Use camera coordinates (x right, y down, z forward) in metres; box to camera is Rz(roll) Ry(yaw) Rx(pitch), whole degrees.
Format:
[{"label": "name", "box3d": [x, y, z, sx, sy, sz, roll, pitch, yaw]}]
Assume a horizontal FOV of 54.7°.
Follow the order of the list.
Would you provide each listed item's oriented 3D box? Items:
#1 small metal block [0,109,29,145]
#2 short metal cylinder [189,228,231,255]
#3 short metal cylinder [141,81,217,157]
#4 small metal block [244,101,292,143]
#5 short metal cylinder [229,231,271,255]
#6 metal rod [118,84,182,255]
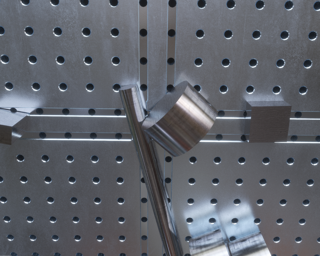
[{"label": "small metal block", "box3d": [-0.204, -0.003, 0.397, 0.050, 0.050, 0.025, 10, 110, -4]}, {"label": "short metal cylinder", "box3d": [0.081, 0.195, 0.457, 0.050, 0.080, 0.080, -23, 109, 8]}, {"label": "short metal cylinder", "box3d": [0.023, -0.011, 0.380, 0.050, 0.080, 0.080, 42, 105, -14]}, {"label": "small metal block", "box3d": [0.142, -0.009, 0.411, 0.050, 0.025, 0.050, -1, 110, 0]}, {"label": "short metal cylinder", "box3d": [0.142, 0.201, 0.459, 0.050, 0.080, 0.080, -24, 109, 8]}, {"label": "metal rod", "box3d": [-0.007, 0.084, 0.444, 0.025, 0.025, 0.298, -12, 110, 4]}]
